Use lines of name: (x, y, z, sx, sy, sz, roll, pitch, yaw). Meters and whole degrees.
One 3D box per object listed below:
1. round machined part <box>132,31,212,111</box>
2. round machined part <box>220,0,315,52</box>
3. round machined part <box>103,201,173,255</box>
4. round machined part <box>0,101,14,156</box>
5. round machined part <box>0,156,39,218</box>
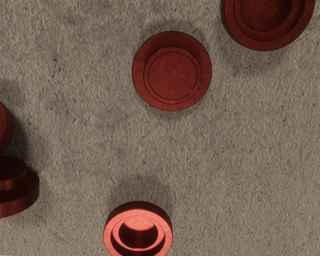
round machined part: (0.015, -0.067, 0.376, 0.099, 0.042, 0.097, 0, 110, -1)
round machined part: (0.117, -0.139, 0.351, 0.099, 0.042, 0.097, 0, 110, -1)
round machined part: (-0.031, 0.148, 0.455, 0.099, 0.042, 0.097, 0, 110, -1)
round machined part: (-0.230, 0.007, 0.382, 0.099, 0.042, 0.098, 1, 65, -1)
round machined part: (-0.206, 0.069, 0.393, 0.099, 0.098, 0.042, 6, 110, -3)
